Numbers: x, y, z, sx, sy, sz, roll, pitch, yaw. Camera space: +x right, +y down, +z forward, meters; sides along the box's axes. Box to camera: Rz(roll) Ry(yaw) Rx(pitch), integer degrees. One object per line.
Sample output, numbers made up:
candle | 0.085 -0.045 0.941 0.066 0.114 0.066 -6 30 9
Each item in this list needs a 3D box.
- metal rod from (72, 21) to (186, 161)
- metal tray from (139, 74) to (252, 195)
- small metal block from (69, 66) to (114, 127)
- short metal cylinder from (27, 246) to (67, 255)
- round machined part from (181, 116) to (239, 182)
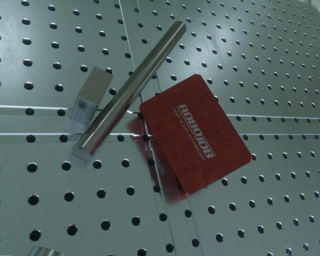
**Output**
metal rod | -0.027 -0.072 0.439 0.025 0.025 0.301 35 51 -5
metal tray | 0.043 0.007 0.394 0.090 0.030 0.130 -29 75 0
small metal block | -0.082 -0.037 0.371 0.025 0.050 0.050 27 52 -12
short metal cylinder | -0.081 0.138 0.246 0.080 0.080 0.050 33 51 -7
round machined part | 0.067 0.021 0.423 0.099 0.042 0.098 14 55 -21
